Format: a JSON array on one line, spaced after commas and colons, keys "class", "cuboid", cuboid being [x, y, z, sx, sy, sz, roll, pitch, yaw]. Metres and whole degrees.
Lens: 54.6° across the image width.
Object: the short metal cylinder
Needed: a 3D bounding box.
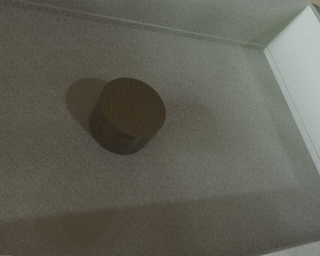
[{"class": "short metal cylinder", "cuboid": [-0.040, -0.014, 0.376, 0.081, 0.050, 0.080, 13, 56, -21]}]
